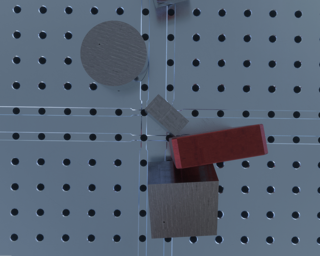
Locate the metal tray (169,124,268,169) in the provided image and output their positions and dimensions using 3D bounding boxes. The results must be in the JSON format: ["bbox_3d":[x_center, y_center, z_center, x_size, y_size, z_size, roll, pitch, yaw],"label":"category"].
[{"bbox_3d":[0.058,0.019,0.361,0.091,0.130,0.030,-9,89,0],"label":"metal tray"}]

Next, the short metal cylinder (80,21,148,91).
[{"bbox_3d":[-0.056,-0.091,0.400,0.081,0.050,0.079,0,90,0],"label":"short metal cylinder"}]

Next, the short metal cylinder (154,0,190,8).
[{"bbox_3d":[0.011,-0.197,0.386,0.050,0.080,0.080,-14,90,0],"label":"short metal cylinder"}]

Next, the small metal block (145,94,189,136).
[{"bbox_3d":[0.008,-0.015,0.400,0.050,0.050,0.025,42,87,0],"label":"small metal block"}]

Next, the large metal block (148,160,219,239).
[{"bbox_3d":[0.028,0.088,0.387,0.081,0.050,0.079,-3,114,0],"label":"large metal block"}]
